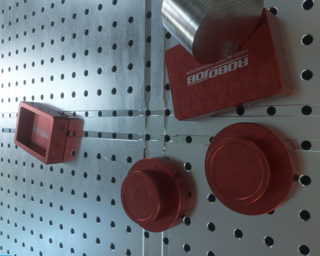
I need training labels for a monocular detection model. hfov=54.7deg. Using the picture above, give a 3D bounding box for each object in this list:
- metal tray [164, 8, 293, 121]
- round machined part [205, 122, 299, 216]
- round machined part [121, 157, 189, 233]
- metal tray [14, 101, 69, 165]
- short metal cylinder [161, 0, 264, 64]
[{"bbox_3d":[0.070,-0.064,0.347,0.130,0.030,0.090,-15,80,38],"label":"metal tray"},{"bbox_3d":[0.088,0.043,0.324,0.098,0.042,0.097,0,90,39],"label":"round machined part"},{"bbox_3d":[-0.014,0.088,0.408,0.098,0.042,0.097,0,90,39],"label":"round machined part"},{"bbox_3d":[-0.230,0.006,0.591,0.130,0.030,0.089,20,103,38],"label":"metal tray"},{"bbox_3d":[0.049,-0.108,0.292,0.080,0.081,0.050,-52,60,27],"label":"short metal cylinder"}]
